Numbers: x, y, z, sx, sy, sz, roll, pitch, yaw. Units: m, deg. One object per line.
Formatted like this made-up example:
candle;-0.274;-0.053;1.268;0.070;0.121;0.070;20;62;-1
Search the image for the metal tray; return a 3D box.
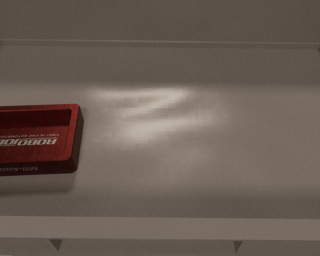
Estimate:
metal tray;-0.168;0.013;0.388;0.131;0.030;0.090;-2;50;-2
